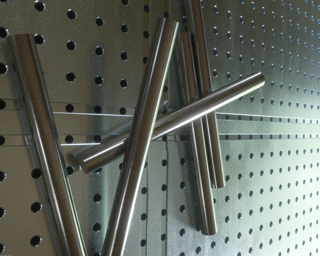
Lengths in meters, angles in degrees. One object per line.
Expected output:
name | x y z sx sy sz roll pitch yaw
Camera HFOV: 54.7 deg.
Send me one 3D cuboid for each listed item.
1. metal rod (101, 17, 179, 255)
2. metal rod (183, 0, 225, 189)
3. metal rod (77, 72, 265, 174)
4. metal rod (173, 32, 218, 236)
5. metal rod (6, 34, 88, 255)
metal rod | -0.027 0.029 0.347 0.025 0.025 0.298 9 97 -40
metal rod | 0.067 -0.055 0.467 0.025 0.025 0.298 -15 100 -39
metal rod | 0.034 -0.018 0.412 0.302 0.025 0.025 -26 107 -29
metal rod | 0.053 0.013 0.455 0.025 0.025 0.298 -15 100 -39
metal rod | -0.107 0.057 0.320 0.025 0.025 0.298 -18 102 -39
